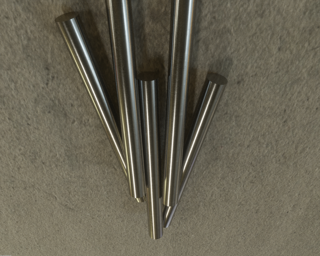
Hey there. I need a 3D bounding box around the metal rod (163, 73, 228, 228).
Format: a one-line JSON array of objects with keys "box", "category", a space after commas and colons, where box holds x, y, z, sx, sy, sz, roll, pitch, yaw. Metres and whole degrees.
[{"box": [0.037, 0.054, 0.453, 0.025, 0.025, 0.298, 8, 130, -8], "category": "metal rod"}]

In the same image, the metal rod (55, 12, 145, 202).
[{"box": [-0.061, -0.001, 0.405, 0.025, 0.025, 0.298, -10, 130, 8], "category": "metal rod"}]

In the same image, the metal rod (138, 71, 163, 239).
[{"box": [-0.010, 0.061, 0.444, 0.025, 0.025, 0.298, -1, 126, 0], "category": "metal rod"}]

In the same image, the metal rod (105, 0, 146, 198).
[{"box": [-0.037, -0.029, 0.365, 0.025, 0.025, 0.298, -2, 125, 1], "category": "metal rod"}]

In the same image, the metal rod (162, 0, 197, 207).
[{"box": [0.020, -0.012, 0.382, 0.025, 0.025, 0.298, 1, 126, -1], "category": "metal rod"}]
